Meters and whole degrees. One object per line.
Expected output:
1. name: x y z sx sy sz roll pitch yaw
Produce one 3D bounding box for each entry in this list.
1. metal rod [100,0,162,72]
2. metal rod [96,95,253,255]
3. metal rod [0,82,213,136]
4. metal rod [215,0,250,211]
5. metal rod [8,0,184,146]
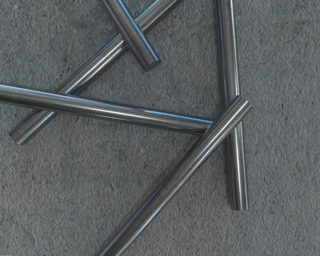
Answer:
1. metal rod: -0.087 -0.202 0.393 0.025 0.025 0.299 -32 84 0
2. metal rod: 0.008 0.080 0.396 0.025 0.025 0.299 41 95 0
3. metal rod: -0.082 -0.024 0.390 0.302 0.025 0.025 9 90 -8
4. metal rod: 0.095 -0.043 0.410 0.025 0.025 0.298 -4 90 0
5. metal rod: -0.078 -0.087 0.409 0.300 0.025 0.025 -42 90 0
